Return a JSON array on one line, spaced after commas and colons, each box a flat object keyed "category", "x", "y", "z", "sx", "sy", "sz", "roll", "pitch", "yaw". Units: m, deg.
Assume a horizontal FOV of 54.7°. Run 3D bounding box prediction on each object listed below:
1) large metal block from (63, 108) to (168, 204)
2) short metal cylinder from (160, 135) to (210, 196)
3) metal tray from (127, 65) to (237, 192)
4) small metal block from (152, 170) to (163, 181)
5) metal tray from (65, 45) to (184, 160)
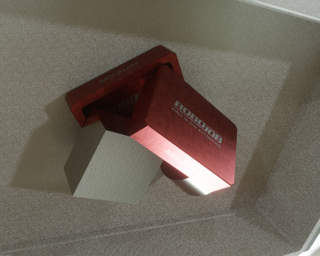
[{"category": "large metal block", "x": -0.049, "y": 0.033, "z": 0.344, "sx": 0.081, "sy": 0.050, "sz": 0.080, "roll": 18, "pitch": 109, "yaw": -36}, {"category": "short metal cylinder", "x": 0.047, "y": 0.047, "z": 0.428, "sx": 0.080, "sy": 0.080, "sz": 0.050, "roll": -43, "pitch": 130, "yaw": 1}, {"category": "metal tray", "x": 0.033, "y": 0.002, "z": 0.347, "sx": 0.130, "sy": 0.090, "sz": 0.030, "roll": 37, "pitch": 136, "yaw": -25}, {"category": "small metal block", "x": -0.029, "y": 0.052, "z": 0.425, "sx": 0.050, "sy": 0.025, "sz": 0.050, "roll": -26, "pitch": 128, "yaw": -13}, {"category": "metal tray", "x": -0.032, "y": -0.029, "z": 0.369, "sx": 0.131, "sy": 0.030, "sz": 0.090, "roll": -30, "pitch": 129, "yaw": -10}]
